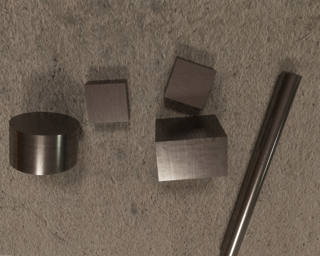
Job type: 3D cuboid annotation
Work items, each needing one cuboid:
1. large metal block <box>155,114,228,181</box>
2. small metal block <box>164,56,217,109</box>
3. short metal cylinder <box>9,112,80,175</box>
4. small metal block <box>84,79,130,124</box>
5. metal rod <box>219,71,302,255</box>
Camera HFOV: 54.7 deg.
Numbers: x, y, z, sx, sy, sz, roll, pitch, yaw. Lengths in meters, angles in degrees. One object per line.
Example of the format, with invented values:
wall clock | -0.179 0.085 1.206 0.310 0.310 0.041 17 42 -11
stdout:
large metal block | 0.037 0.022 0.389 0.081 0.080 0.050 -5 110 1
small metal block | 0.037 -0.057 0.389 0.050 0.025 0.050 17 109 -7
short metal cylinder | -0.143 0.016 0.385 0.081 0.080 0.050 8 110 -4
small metal block | -0.066 -0.034 0.396 0.050 0.025 0.050 -3 110 0
metal rod | 0.135 0.069 0.437 0.025 0.025 0.298 11 110 -4
